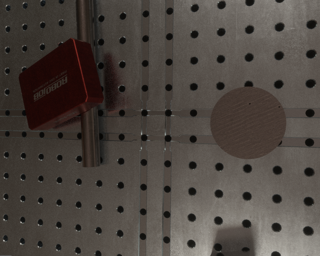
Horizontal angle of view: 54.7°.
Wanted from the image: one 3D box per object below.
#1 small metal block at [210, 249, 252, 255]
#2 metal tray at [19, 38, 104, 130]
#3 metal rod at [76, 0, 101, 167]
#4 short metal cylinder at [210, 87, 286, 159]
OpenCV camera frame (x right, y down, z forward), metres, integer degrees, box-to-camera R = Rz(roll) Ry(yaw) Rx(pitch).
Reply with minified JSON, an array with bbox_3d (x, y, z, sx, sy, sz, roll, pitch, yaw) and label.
[{"bbox_3d":[0.084,0.169,0.369,0.050,0.050,0.025,-14,86,19],"label":"small metal block"},{"bbox_3d":[-0.144,-0.058,0.440,0.130,0.030,0.090,-21,79,32],"label":"metal tray"},{"bbox_3d":[-0.105,-0.094,0.448,0.025,0.025,0.298,-3,89,19],"label":"metal rod"},{"bbox_3d":[0.104,-0.006,0.363,0.080,0.050,0.079,0,90,19],"label":"short metal cylinder"}]
